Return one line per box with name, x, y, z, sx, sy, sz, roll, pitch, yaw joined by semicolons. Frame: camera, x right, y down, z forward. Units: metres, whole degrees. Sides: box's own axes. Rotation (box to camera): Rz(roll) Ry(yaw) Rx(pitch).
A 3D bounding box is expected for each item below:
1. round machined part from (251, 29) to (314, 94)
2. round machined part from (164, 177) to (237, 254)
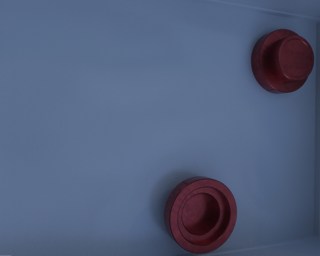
round machined part;0.193;-0.103;0.472;0.099;0.042;0.097;0;90;-20
round machined part;0.051;0.114;0.420;0.099;0.042;0.097;0;90;-20
